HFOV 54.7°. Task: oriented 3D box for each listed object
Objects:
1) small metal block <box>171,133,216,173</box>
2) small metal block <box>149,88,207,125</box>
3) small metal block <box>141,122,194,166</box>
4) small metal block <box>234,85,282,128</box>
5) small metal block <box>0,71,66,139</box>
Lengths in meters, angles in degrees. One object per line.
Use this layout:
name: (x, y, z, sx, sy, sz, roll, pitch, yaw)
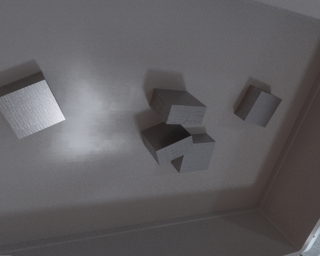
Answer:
small metal block: (0.050, 0.037, 0.461, 0.050, 0.025, 0.050, -3, 120, -27)
small metal block: (0.022, -0.027, 0.389, 0.050, 0.050, 0.025, 1, 118, -30)
small metal block: (0.009, 0.017, 0.410, 0.050, 0.050, 0.025, -23, 127, -15)
small metal block: (0.150, -0.033, 0.473, 0.050, 0.025, 0.050, 14, 111, -34)
small metal block: (-0.134, -0.024, 0.321, 0.050, 0.025, 0.050, -26, 128, -13)
